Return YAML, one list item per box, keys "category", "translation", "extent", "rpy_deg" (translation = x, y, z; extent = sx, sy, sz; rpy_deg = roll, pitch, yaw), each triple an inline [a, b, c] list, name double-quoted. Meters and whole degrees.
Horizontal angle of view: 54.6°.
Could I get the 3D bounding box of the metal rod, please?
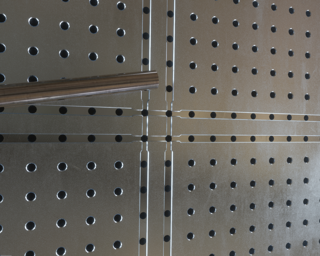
- category: "metal rod"
  translation: [-0.146, -0.041, 0.358]
  extent: [0.302, 0.025, 0.025]
  rpy_deg: [-9, 93, -20]
